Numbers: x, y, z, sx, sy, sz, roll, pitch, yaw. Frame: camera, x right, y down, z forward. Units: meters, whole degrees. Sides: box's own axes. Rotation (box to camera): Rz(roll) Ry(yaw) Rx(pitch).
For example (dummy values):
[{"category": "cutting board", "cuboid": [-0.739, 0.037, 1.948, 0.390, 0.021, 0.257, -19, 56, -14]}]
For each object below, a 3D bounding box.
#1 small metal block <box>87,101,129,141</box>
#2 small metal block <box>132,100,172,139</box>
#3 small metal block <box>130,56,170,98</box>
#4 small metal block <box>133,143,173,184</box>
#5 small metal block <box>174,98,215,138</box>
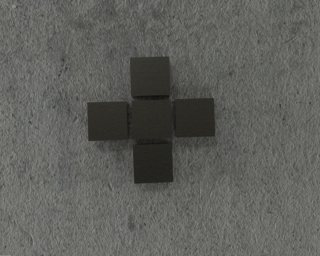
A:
[{"category": "small metal block", "cuboid": [-0.068, -0.009, 0.410, 0.050, 0.025, 0.050, -2, 90, -1]}, {"category": "small metal block", "cuboid": [-0.011, -0.011, 0.411, 0.050, 0.025, 0.050, -2, 90, -1]}, {"category": "small metal block", "cuboid": [-0.013, -0.067, 0.411, 0.050, 0.025, 0.050, -2, 90, -1]}, {"category": "small metal block", "cuboid": [-0.009, 0.046, 0.411, 0.050, 0.025, 0.050, -2, 90, -1]}, {"category": "small metal block", "cuboid": [0.045, -0.013, 0.412, 0.050, 0.025, 0.050, -2, 90, -1]}]
